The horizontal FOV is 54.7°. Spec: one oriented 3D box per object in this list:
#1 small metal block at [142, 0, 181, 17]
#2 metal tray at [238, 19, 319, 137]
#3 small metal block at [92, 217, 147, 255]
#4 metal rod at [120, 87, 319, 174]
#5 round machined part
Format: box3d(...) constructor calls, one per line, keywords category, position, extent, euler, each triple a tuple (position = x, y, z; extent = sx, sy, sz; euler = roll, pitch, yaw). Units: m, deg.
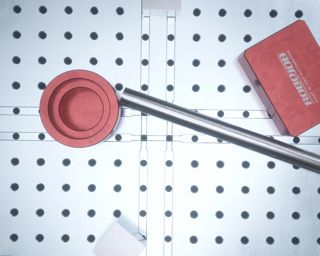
box3d(category="small metal block", position=(0.003, -0.178, 0.413), extent=(0.050, 0.025, 0.050), euler=(0, 90, 0))
box3d(category="metal tray", position=(0.177, -0.064, 0.412), extent=(0.090, 0.030, 0.130), euler=(-30, 90, 0))
box3d(category="small metal block", position=(-0.053, 0.157, 0.413), extent=(0.050, 0.025, 0.050), euler=(40, 90, 0))
box3d(category="metal rod", position=(0.093, 0.007, 0.413), extent=(0.301, 0.025, 0.025), euler=(19, 90, 0))
box3d(category="round machined part", position=(-0.100, -0.024, 0.404), extent=(0.099, 0.042, 0.097), euler=(0, 90, 0))
